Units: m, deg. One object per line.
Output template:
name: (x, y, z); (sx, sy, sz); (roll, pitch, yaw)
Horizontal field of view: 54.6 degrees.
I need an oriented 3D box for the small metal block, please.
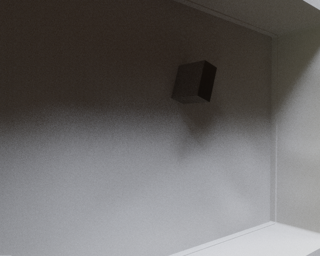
small metal block: (0.047, -0.062, 0.428); (0.025, 0.050, 0.050); (22, 76, -38)
